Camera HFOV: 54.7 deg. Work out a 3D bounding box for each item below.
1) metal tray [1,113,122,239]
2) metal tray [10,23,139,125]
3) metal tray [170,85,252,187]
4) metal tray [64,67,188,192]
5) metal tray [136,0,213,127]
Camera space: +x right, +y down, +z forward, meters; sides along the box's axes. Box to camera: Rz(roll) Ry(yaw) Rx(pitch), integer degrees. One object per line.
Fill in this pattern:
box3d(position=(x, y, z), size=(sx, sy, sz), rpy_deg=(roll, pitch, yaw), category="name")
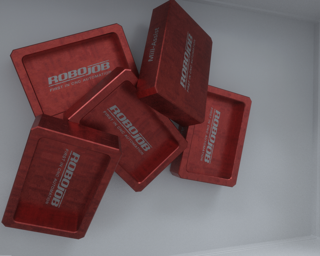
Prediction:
box3d(position=(-0.106, 0.058, 0.336), size=(0.091, 0.030, 0.129), rpy_deg=(18, 112, -20), category="metal tray")
box3d(position=(-0.095, -0.063, 0.371), size=(0.131, 0.030, 0.090), rpy_deg=(-22, 98, -19), category="metal tray")
box3d(position=(0.072, 0.011, 0.434), size=(0.091, 0.030, 0.129), rpy_deg=(13, 85, -20), category="metal tray")
box3d(position=(-0.036, 0.004, 0.371), size=(0.090, 0.030, 0.130), rpy_deg=(-43, 119, -8), category="metal tray")
box3d(position=(0.023, -0.077, 0.379), size=(0.090, 0.030, 0.130), rpy_deg=(31, 59, -41), category="metal tray")
